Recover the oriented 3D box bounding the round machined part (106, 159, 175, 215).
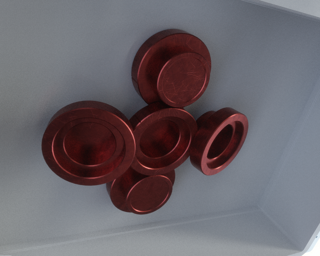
[{"bbox_3d":[-0.022,0.082,0.434,0.099,0.042,0.097,-14,124,-21],"label":"round machined part"}]

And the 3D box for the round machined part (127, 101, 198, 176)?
[{"bbox_3d":[-0.004,0.010,0.398,0.099,0.042,0.097,-14,124,-21],"label":"round machined part"}]

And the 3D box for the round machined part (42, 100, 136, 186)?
[{"bbox_3d":[-0.078,0.014,0.351,0.099,0.042,0.097,-4,117,-7],"label":"round machined part"}]

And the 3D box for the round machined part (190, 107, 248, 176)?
[{"bbox_3d":[0.076,0.015,0.435,0.099,0.042,0.097,-28,135,-31],"label":"round machined part"}]

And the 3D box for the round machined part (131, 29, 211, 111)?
[{"bbox_3d":[0.019,-0.063,0.367,0.099,0.042,0.097,-14,124,-21],"label":"round machined part"}]
